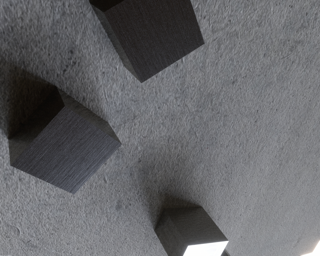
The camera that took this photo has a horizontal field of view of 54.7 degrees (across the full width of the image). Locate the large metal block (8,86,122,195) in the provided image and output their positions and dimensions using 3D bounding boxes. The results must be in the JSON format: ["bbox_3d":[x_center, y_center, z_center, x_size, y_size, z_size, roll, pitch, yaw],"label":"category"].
[{"bbox_3d":[-0.105,0.015,0.343,0.080,0.050,0.080,-47,129,4],"label":"large metal block"}]

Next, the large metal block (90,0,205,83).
[{"bbox_3d":[-0.011,-0.107,0.318,0.080,0.050,0.080,-33,129,-6],"label":"large metal block"}]

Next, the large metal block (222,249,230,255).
[{"bbox_3d":[0.087,0.247,0.571,0.080,0.080,0.050,-39,129,-2],"label":"large metal block"}]

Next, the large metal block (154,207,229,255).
[{"bbox_3d":[0.050,0.177,0.507,0.081,0.080,0.050,7,115,-32],"label":"large metal block"}]
